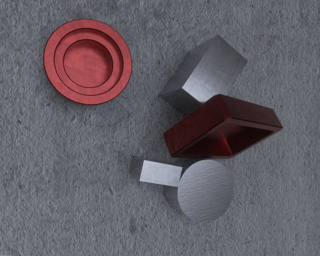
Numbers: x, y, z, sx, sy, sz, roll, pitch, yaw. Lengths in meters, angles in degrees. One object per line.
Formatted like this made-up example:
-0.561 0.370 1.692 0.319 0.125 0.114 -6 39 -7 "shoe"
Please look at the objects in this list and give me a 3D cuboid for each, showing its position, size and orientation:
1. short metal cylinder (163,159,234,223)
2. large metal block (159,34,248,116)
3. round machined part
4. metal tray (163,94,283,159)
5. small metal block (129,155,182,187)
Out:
0.051 0.080 0.416 0.081 0.050 0.079 0 90 -21 "short metal cylinder"
0.053 -0.063 0.400 0.050 0.080 0.080 37 78 -16 "large metal block"
-0.086 -0.074 0.369 0.099 0.042 0.097 0 90 -21 "round machined part"
0.080 0.004 0.379 0.131 0.090 0.030 7 55 -45 "metal tray"
-0.007 0.054 0.394 0.050 0.050 0.025 13 87 -20 "small metal block"
